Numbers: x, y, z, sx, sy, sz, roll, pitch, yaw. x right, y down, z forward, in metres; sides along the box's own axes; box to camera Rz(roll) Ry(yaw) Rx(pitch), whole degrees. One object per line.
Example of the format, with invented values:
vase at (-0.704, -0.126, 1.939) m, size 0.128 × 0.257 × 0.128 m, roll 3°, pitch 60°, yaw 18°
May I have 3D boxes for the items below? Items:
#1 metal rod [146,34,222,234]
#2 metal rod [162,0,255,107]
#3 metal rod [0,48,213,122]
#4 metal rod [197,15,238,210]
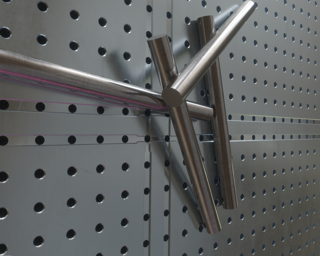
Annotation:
metal rod at (0.039, 0.025, 0.417) m, size 0.025 × 0.025 × 0.299 m, roll -36°, pitch 119°, yaw -34°
metal rod at (0.082, -0.120, 0.435) m, size 0.301 × 0.025 × 0.025 m, roll -52°, pitch 121°, yaw -42°
metal rod at (-0.044, -0.042, 0.370) m, size 0.302 × 0.025 × 0.025 m, roll 10°, pitch 84°, yaw -39°
metal rod at (0.091, -0.019, 0.483) m, size 0.025 × 0.025 × 0.298 m, roll -15°, pitch 100°, yaw -39°
